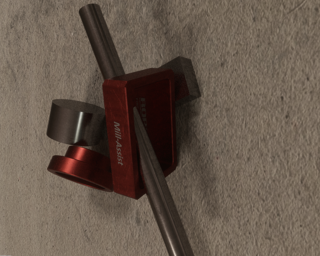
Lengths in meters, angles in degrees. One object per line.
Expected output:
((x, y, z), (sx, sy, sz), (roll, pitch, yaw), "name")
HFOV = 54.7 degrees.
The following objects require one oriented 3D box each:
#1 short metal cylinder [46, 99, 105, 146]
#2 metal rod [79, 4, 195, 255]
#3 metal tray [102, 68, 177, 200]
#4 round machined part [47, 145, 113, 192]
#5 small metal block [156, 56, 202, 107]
((-0.126, -0.009, 0.471), (0.080, 0.081, 0.050), (23, 105, 37), "short metal cylinder")
((-0.027, 0.004, 0.339), (0.025, 0.025, 0.299), (-25, 83, 37), "metal rod")
((-0.017, 0.003, 0.351), (0.030, 0.091, 0.129), (9, 112, 32), "metal tray")
((-0.108, 0.058, 0.451), (0.098, 0.098, 0.042), (2, 65, 39), "round machined part")
((0.018, -0.055, 0.388), (0.050, 0.025, 0.050), (-22, 76, 37), "small metal block")
